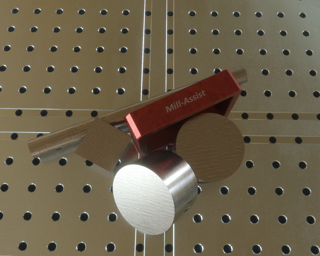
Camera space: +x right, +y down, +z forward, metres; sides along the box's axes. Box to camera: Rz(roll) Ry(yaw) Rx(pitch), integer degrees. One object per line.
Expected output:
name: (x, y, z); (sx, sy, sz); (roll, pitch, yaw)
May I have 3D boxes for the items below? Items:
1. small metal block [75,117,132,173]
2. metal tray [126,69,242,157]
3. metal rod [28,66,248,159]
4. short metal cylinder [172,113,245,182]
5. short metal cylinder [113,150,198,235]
small metal block: (-0.070, 0.020, 0.386); (0.050, 0.025, 0.050); (30, 88, -9)
metal tray: (0.028, -0.014, 0.379); (0.131, 0.090, 0.030); (-25, 72, -9)
metal rod: (-0.023, -0.024, 0.416); (0.302, 0.025, 0.025); (-20, 72, -8)
short metal cylinder: (0.056, 0.026, 0.380); (0.081, 0.050, 0.080); (1, 78, -4)
short metal cylinder: (-0.005, 0.070, 0.346); (0.080, 0.080, 0.050); (45, 35, 14)
